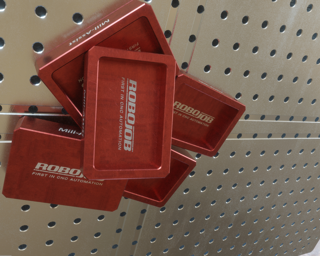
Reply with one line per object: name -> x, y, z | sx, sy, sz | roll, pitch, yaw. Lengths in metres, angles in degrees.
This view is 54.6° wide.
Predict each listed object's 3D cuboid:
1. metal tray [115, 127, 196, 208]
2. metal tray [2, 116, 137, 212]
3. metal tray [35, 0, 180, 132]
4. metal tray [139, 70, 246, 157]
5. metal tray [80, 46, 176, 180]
metal tray -> -0.022, 0.054, 0.427 | 0.131, 0.030, 0.090 | 28, 103, -38
metal tray -> -0.102, 0.045, 0.358 | 0.131, 0.030, 0.089 | 13, 113, -19
metal tray -> -0.052, -0.065, 0.337 | 0.130, 0.030, 0.090 | -34, 128, -6
metal tray -> 0.045, -0.017, 0.420 | 0.131, 0.030, 0.090 | 19, 109, -36
metal tray -> -0.034, -0.014, 0.325 | 0.091, 0.030, 0.129 | 2, 93, -21
